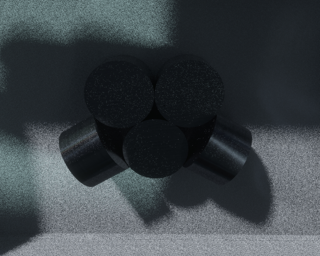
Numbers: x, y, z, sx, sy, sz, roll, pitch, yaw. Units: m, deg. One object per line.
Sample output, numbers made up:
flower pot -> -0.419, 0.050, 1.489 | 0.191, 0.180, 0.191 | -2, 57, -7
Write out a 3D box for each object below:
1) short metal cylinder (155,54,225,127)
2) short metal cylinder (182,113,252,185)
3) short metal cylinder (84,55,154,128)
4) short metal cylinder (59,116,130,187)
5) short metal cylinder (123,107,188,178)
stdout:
short metal cylinder -> 0.034, -0.047, 0.379 | 0.081, 0.050, 0.079 | 0, 110, 0
short metal cylinder -> 0.070, 0.025, 0.390 | 0.050, 0.080, 0.080 | 28, 108, -10
short metal cylinder -> -0.047, -0.046, 0.379 | 0.081, 0.050, 0.079 | 0, 110, 0
short metal cylinder -> -0.080, 0.027, 0.390 | 0.050, 0.080, 0.080 | -29, 108, 10
short metal cylinder -> -0.005, 0.018, 0.403 | 0.081, 0.050, 0.079 | 0, 110, 0
